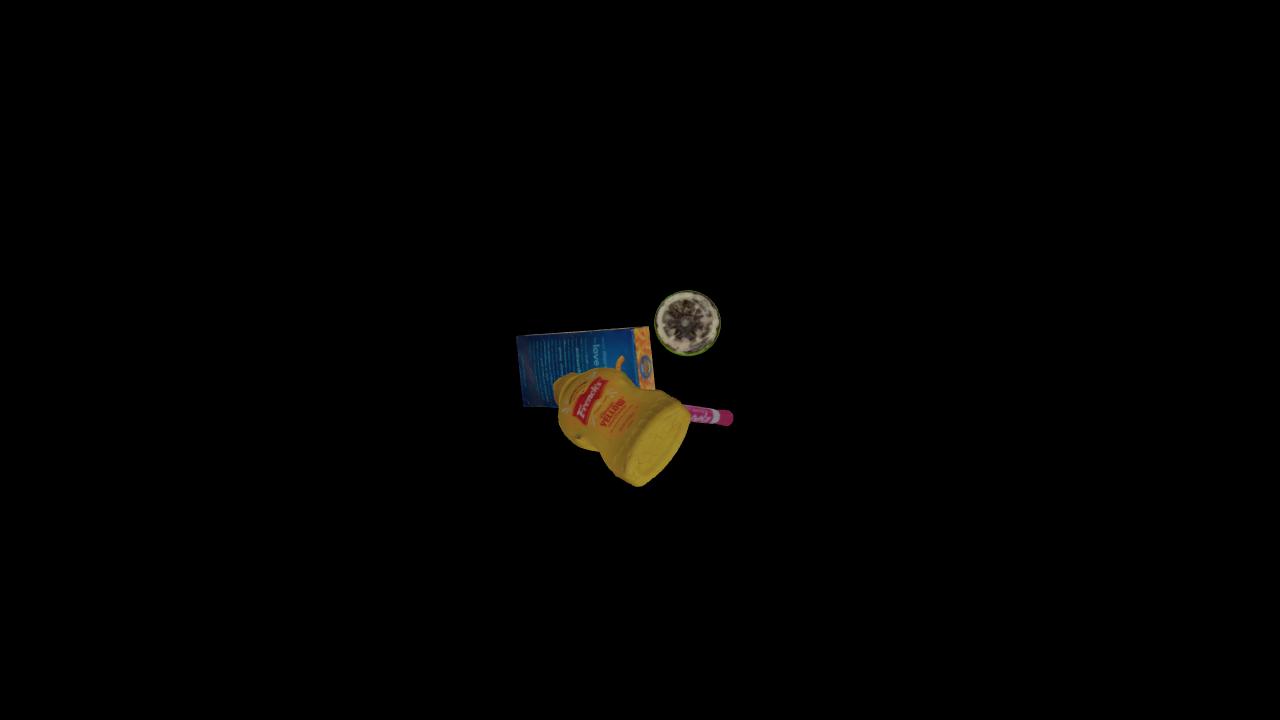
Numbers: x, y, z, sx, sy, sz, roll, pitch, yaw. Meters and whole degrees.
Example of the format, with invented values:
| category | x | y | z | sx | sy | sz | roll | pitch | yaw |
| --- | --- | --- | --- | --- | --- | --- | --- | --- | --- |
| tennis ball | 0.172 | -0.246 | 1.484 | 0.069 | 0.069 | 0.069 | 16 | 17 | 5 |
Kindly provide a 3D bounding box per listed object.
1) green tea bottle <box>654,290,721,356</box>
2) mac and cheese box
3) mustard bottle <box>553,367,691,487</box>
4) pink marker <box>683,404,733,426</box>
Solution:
| category | x | y | z | sx | sy | sz | roll | pitch | yaw |
| --- | --- | --- | --- | --- | --- | --- | --- | --- | --- |
| green tea bottle | 0.054 | -0.039 | 0.729 | 0.073 | 0.073 | 0.212 | 0 | -1 | 3 |
| mac and cheese box | -0.069 | 0.010 | 0.739 | 0.184 | 0.093 | 0.041 | -1 | 6 | 35 |
| mustard bottle | -0.036 | 0.054 | 0.634 | 0.184 | 0.092 | 0.054 | 25 | -11 | 48 |
| pink marker | 0.062 | 0.060 | 0.676 | 0.121 | 0.020 | 0.020 | 11 | -8 | -44 |
